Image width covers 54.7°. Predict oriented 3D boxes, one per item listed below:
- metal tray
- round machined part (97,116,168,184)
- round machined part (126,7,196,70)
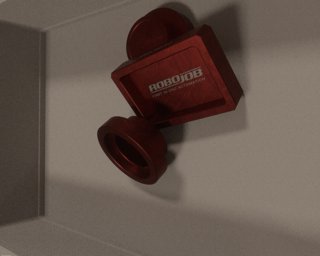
[{"bbox_3d":[0.016,-0.050,0.357,0.130,0.030,0.090,-15,118,38],"label":"metal tray"},{"bbox_3d":[-0.030,0.023,0.397,0.098,0.042,0.097,29,146,23],"label":"round machined part"},{"bbox_3d":[-0.005,-0.105,0.398,0.098,0.042,0.097,0,90,39],"label":"round machined part"}]
